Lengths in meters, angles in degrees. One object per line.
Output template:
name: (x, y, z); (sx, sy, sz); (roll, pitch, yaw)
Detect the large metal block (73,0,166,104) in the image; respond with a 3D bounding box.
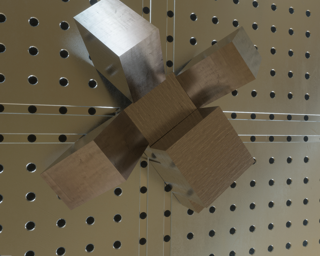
large metal block: (-0.042, -0.088, 0.351); (0.050, 0.080, 0.080); (-40, 64, -15)

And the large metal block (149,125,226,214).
large metal block: (0.047, 0.052, 0.416); (0.080, 0.050, 0.080); (-39, 101, -17)

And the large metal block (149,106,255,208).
large metal block: (0.049, 0.031, 0.363); (0.080, 0.050, 0.080); (-39, 103, -17)

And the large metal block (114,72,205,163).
large metal block: (0.001, -0.013, 0.399); (0.080, 0.050, 0.080); (-40, 103, -16)

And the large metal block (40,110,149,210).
large metal block: (-0.068, 0.033, 0.342); (0.080, 0.080, 0.050); (-31, 103, 25)

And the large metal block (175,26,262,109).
large metal block: (0.077, -0.077, 0.395); (0.050, 0.080, 0.080); (54, 34, -12)
